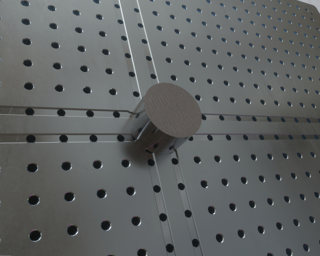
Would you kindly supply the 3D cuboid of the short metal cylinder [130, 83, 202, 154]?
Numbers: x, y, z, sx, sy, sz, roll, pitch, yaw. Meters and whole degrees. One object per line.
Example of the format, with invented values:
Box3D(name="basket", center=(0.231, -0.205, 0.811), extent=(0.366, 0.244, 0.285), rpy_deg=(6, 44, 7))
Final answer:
Box3D(name="short metal cylinder", center=(0.007, -0.012, 0.405), extent=(0.081, 0.050, 0.080), rpy_deg=(14, 56, -21))
